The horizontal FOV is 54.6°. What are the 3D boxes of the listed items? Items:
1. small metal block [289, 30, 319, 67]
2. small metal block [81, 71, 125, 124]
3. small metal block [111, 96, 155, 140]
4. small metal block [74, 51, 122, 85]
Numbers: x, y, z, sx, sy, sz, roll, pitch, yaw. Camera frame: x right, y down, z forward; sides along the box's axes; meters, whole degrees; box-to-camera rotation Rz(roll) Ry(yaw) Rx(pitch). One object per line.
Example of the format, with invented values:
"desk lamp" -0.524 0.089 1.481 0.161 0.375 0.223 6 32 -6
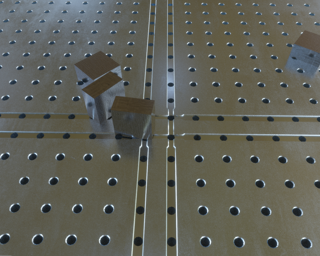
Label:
"small metal block" 0.255 -0.134 0.522 0.050 0.025 0.050 30 56 22
"small metal block" -0.075 -0.042 0.426 0.025 0.050 0.050 35 58 25
"small metal block" -0.033 -0.012 0.402 0.050 0.050 0.025 7 51 6
"small metal block" -0.096 -0.088 0.482 0.050 0.025 0.050 -36 59 -26
